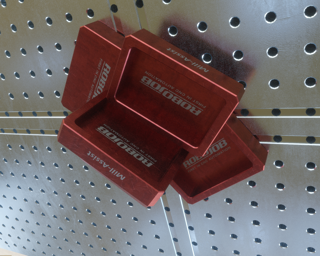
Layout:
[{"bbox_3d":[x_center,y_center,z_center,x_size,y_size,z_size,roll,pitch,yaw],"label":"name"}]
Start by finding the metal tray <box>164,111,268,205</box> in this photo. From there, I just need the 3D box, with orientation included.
[{"bbox_3d":[0.057,0.038,0.398,0.090,0.030,0.129,47,129,-6],"label":"metal tray"}]

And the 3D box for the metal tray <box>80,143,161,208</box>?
[{"bbox_3d":[-0.056,0.058,0.447,0.130,0.030,0.090,36,154,3],"label":"metal tray"}]

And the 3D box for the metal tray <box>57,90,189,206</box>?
[{"bbox_3d":[-0.038,0.018,0.359,0.130,0.090,0.030,35,129,4],"label":"metal tray"}]

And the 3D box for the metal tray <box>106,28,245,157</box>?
[{"bbox_3d":[0.012,-0.037,0.338,0.130,0.030,0.089,31,128,7],"label":"metal tray"}]

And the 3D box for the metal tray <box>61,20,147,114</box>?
[{"bbox_3d":[-0.073,-0.060,0.407,0.090,0.030,0.129,33,129,5],"label":"metal tray"}]
